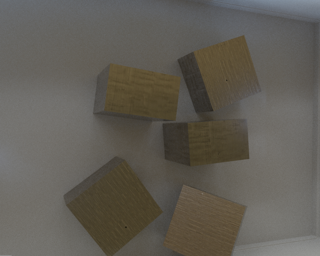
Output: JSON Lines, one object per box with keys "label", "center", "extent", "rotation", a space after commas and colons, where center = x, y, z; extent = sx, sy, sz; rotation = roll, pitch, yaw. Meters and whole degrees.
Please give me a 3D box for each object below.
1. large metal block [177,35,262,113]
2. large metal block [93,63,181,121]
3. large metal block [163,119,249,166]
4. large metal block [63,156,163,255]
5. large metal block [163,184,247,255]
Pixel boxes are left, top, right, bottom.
{"label": "large metal block", "center": [0.082, -0.073, 0.429], "extent": [0.081, 0.050, 0.080], "rotation": [-22, 98, -19]}
{"label": "large metal block", "center": [-0.031, -0.038, 0.371], "extent": [0.081, 0.080, 0.050], "rotation": [7, 88, -20]}
{"label": "large metal block", "center": [0.057, 0.016, 0.404], "extent": [0.081, 0.080, 0.050], "rotation": [-4, 92, -20]}
{"label": "large metal block", "center": [-0.057, 0.092, 0.377], "extent": [0.080, 0.050, 0.080], "rotation": [-37, 102, -16]}
{"label": "large metal block", "center": [0.060, 0.126, 0.400], "extent": [0.080, 0.050, 0.080], "rotation": [17, 82, 21]}
